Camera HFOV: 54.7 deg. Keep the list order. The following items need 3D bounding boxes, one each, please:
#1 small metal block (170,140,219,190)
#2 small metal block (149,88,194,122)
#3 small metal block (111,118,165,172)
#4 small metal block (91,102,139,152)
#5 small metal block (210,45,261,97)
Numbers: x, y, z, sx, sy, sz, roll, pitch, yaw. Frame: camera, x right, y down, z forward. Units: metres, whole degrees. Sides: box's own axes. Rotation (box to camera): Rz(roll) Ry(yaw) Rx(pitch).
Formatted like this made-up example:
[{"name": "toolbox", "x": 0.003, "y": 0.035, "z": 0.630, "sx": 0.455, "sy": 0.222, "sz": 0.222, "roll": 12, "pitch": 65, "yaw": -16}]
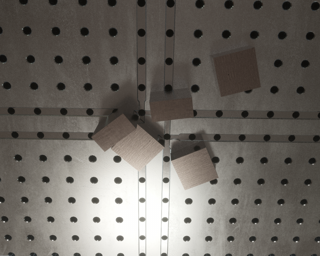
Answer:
[{"name": "small metal block", "x": 0.048, "y": 0.052, "z": 0.433, "sx": 0.050, "sy": 0.025, "sz": 0.050, "roll": -22, "pitch": 109, "yaw": 7}, {"name": "small metal block", "x": 0.014, "y": -0.030, "z": 0.389, "sx": 0.050, "sy": 0.050, "sz": 0.025, "roll": -7, "pitch": 110, "yaw": 2}, {"name": "small metal block", "x": -0.029, "y": 0.022, "z": 0.421, "sx": 0.050, "sy": 0.025, "sz": 0.050, "roll": 42, "pitch": 105, "yaw": -14}, {"name": "small metal block", "x": -0.056, "y": -0.002, "z": 0.398, "sx": 0.050, "sy": 0.050, "sz": 0.025, "roll": -35, "pitch": 107, "yaw": 12}, {"name": "small metal block", "x": 0.094, "y": -0.071, "z": 0.388, "sx": 0.050, "sy": 0.025, "sz": 0.050, "roll": -14, "pitch": 110, "yaw": 4}]
